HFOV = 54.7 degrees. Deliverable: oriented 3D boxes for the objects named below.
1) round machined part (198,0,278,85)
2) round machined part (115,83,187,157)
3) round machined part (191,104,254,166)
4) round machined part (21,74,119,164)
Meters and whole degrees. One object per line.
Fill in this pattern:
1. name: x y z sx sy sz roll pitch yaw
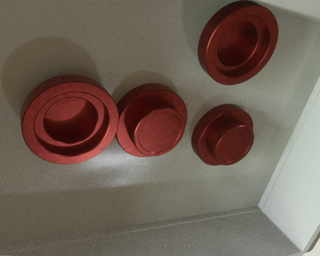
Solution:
1. round machined part: 0.089 -0.105 0.377 0.099 0.042 0.097 -14 130 -17
2. round machined part: -0.008 -0.003 0.391 0.099 0.042 0.097 -14 124 -21
3. round machined part: 0.100 0.017 0.462 0.099 0.042 0.097 -14 124 -21
4. round machined part: -0.098 -0.012 0.336 0.099 0.042 0.097 -14 124 -21
